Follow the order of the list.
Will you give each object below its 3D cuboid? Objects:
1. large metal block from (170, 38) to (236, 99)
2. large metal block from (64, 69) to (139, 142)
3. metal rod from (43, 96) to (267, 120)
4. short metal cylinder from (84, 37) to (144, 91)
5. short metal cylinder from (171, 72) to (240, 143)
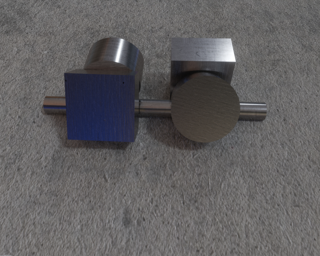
[{"bbox_3d":[0.055,-0.077,0.434,0.080,0.080,0.050,1,50,1],"label":"large metal block"},{"bbox_3d":[-0.069,-0.030,0.385,0.080,0.079,0.050,2,16,1],"label":"large metal block"},{"bbox_3d":[-0.007,-0.028,0.430,0.302,0.025,0.025,2,50,1],"label":"metal rod"},{"bbox_3d":[-0.065,-0.078,0.434,0.080,0.080,0.050,3,50,2],"label":"short metal cylinder"},{"bbox_3d":[0.054,-0.027,0.385,0.080,0.079,0.050,1,15,1],"label":"short metal cylinder"}]
